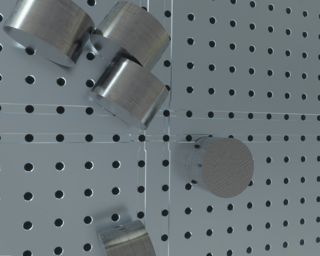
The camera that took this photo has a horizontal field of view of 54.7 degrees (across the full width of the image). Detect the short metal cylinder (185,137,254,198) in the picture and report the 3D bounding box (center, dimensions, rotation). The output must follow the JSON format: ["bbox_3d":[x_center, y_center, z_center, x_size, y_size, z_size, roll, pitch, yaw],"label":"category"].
[{"bbox_3d":[0.082,0.052,0.431,0.081,0.050,0.079,0,90,-21],"label":"short metal cylinder"}]

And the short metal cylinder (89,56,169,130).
[{"bbox_3d":[-0.037,-0.040,0.371,0.080,0.080,0.050,35,79,-17],"label":"short metal cylinder"}]

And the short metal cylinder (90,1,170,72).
[{"bbox_3d":[-0.035,-0.103,0.371,0.080,0.080,0.050,36,78,-17],"label":"short metal cylinder"}]

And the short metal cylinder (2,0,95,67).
[{"bbox_3d":[-0.120,-0.109,0.339,0.080,0.080,0.050,26,81,-19],"label":"short metal cylinder"}]

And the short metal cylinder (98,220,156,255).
[{"bbox_3d":[-0.039,0.157,0.370,0.050,0.080,0.080,-13,95,-20],"label":"short metal cylinder"}]
